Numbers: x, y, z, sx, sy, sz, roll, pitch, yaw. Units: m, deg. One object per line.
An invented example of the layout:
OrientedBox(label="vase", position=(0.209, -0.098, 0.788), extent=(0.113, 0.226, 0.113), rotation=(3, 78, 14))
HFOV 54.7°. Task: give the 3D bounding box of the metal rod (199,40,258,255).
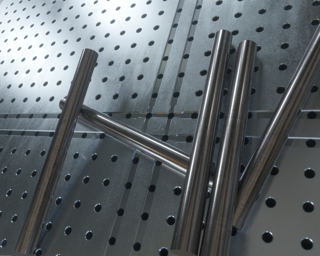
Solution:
OrientedBox(label="metal rod", position=(0.078, 0.015, 0.335), extent=(0.025, 0.025, 0.300), rotation=(-1, 55, 27))

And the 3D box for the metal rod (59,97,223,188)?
OrientedBox(label="metal rod", position=(-0.044, 0.009, 0.424), extent=(0.300, 0.025, 0.025), rotation=(24, 74, 36))

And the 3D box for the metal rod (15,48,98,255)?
OrientedBox(label="metal rod", position=(-0.142, 0.021, 0.443), extent=(0.025, 0.025, 0.299), rotation=(3, 70, 29))

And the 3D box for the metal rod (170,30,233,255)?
OrientedBox(label="metal rod", position=(0.056, -0.008, 0.359), extent=(0.025, 0.025, 0.300), rotation=(-3, 53, 26))

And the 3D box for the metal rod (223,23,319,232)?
OrientedBox(label="metal rod", position=(0.147, -0.026, 0.347), extent=(0.025, 0.025, 0.300), rotation=(21, 73, 35))
